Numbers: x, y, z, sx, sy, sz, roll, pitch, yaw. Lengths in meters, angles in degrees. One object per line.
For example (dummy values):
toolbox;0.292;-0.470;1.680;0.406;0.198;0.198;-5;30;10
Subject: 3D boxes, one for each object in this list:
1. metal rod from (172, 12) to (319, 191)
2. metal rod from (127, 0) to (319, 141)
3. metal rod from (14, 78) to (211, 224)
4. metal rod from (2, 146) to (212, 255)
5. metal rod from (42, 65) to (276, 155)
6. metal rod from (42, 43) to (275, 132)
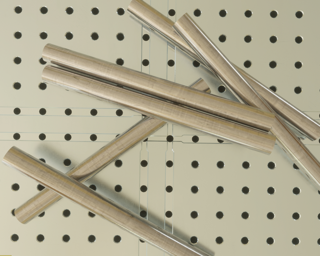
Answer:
metal rod;0.127;-0.024;0.396;0.025;0.025;0.300;-44;97;0
metal rod;0.087;-0.078;0.413;0.301;0.025;0.025;35;90;0
metal rod;-0.062;0.030;0.412;0.301;0.025;0.025;-35;90;0
metal rod;-0.057;0.110;0.395;0.301;0.025;0.025;31;90;-7
metal rod;-0.009;-0.026;0.389;0.301;0.025;0.025;18;90;9
metal rod;-0.008;-0.053;0.393;0.301;0.025;0.025;19;90;8
